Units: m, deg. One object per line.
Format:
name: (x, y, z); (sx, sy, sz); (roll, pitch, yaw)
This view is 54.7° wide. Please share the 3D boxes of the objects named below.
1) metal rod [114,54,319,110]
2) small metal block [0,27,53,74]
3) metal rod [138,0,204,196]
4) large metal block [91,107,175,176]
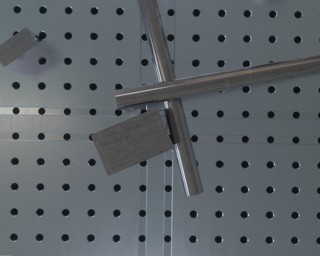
metal rod: (0.094, -0.063, 0.397); (0.302, 0.025, 0.025); (-11, 90, -7)
small metal block: (-0.175, -0.098, 0.399); (0.050, 0.050, 0.025); (-35, 90, 0)
metal rod: (0.010, -0.058, 0.413); (0.025, 0.025, 0.298); (-14, 90, 0)
large metal block: (-0.031, 0.015, 0.386); (0.080, 0.080, 0.050); (-23, 90, 0)
